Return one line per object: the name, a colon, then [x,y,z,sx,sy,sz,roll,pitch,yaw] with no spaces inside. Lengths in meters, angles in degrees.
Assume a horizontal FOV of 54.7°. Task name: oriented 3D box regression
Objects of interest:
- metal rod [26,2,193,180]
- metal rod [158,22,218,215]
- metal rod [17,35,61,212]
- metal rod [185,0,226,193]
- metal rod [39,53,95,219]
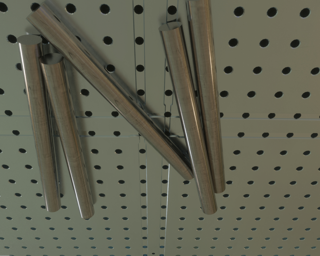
metal rod: [-0.039,-0.024,0.390,0.025,0.025,0.300,-28,125,21]
metal rod: [0.045,0.011,0.408,0.025,0.025,0.298,-11,126,8]
metal rod: [-0.159,0.018,0.424,0.025,0.025,0.298,6,130,-5]
metal rod: [0.064,-0.017,0.397,0.025,0.025,0.298,-9,130,7]
metal rod: [-0.121,0.036,0.434,0.025,0.025,0.298,1,132,-1]
